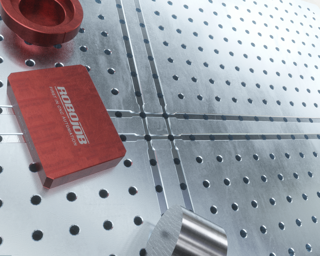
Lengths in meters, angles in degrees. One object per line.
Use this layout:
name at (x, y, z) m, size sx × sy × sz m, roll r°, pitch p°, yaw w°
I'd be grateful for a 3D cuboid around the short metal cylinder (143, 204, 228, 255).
short metal cylinder at (0.022, 0.124, 0.309) m, size 0.050 × 0.080 × 0.080 m, roll 30°, pitch 52°, yaw -9°

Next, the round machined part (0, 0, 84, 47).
round machined part at (-0.154, -0.146, 0.403) m, size 0.099 × 0.042 × 0.098 m, roll 14°, pitch 56°, yaw -21°

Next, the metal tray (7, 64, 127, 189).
metal tray at (-0.107, -0.008, 0.352) m, size 0.091 × 0.030 × 0.130 m, roll -17°, pitch 70°, yaw -35°
